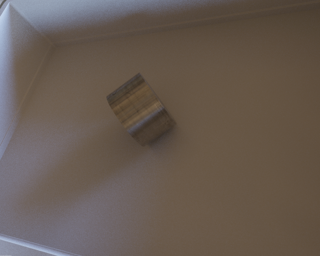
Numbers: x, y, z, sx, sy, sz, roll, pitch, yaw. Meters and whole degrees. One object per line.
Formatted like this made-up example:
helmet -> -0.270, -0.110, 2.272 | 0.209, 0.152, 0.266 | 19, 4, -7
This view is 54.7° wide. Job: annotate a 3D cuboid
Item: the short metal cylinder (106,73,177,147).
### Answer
short metal cylinder -> -0.022, -0.023, 0.392 | 0.050, 0.080, 0.080 | -36, 51, 4
